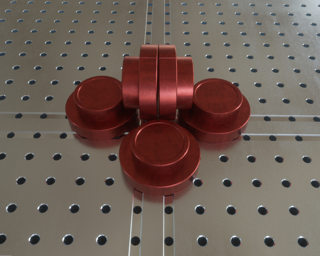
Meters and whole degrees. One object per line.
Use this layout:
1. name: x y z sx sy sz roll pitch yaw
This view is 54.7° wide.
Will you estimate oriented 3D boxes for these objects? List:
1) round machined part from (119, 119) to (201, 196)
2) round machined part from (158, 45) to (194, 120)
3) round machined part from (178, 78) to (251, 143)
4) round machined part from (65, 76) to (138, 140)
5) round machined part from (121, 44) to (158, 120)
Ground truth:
1. round machined part: 0.000 0.028 0.373 0.099 0.042 0.098 0 50 0
2. round machined part: 0.019 -0.058 0.402 0.042 0.097 0.098 -1 50 -1
3. round machined part: 0.074 -0.031 0.422 0.099 0.042 0.098 0 50 0
4. round machined part: -0.080 -0.034 0.424 0.099 0.042 0.098 0 50 0
5. round machined part: -0.024 -0.058 0.401 0.042 0.097 0.098 1 50 1
